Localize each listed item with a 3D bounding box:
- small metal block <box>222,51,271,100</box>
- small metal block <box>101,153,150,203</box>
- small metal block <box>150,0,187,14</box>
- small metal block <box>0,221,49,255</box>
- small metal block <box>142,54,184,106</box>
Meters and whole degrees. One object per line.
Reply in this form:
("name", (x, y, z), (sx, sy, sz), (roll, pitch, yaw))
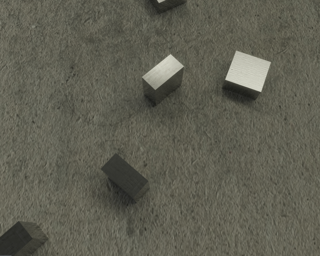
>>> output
("small metal block", (0.121, -0.074, 0.436), (0.050, 0.025, 0.050), (21, 71, 7))
("small metal block", (-0.040, 0.061, 0.372), (0.050, 0.050, 0.025), (39, 75, 13))
("small metal block", (0.009, -0.215, 0.486), (0.050, 0.025, 0.050), (-27, 72, -10))
("small metal block", (-0.160, 0.132, 0.345), (0.050, 0.050, 0.025), (-42, 76, -14))
("small metal block", (0.004, -0.063, 0.418), (0.050, 0.050, 0.025), (-41, 75, -13))
